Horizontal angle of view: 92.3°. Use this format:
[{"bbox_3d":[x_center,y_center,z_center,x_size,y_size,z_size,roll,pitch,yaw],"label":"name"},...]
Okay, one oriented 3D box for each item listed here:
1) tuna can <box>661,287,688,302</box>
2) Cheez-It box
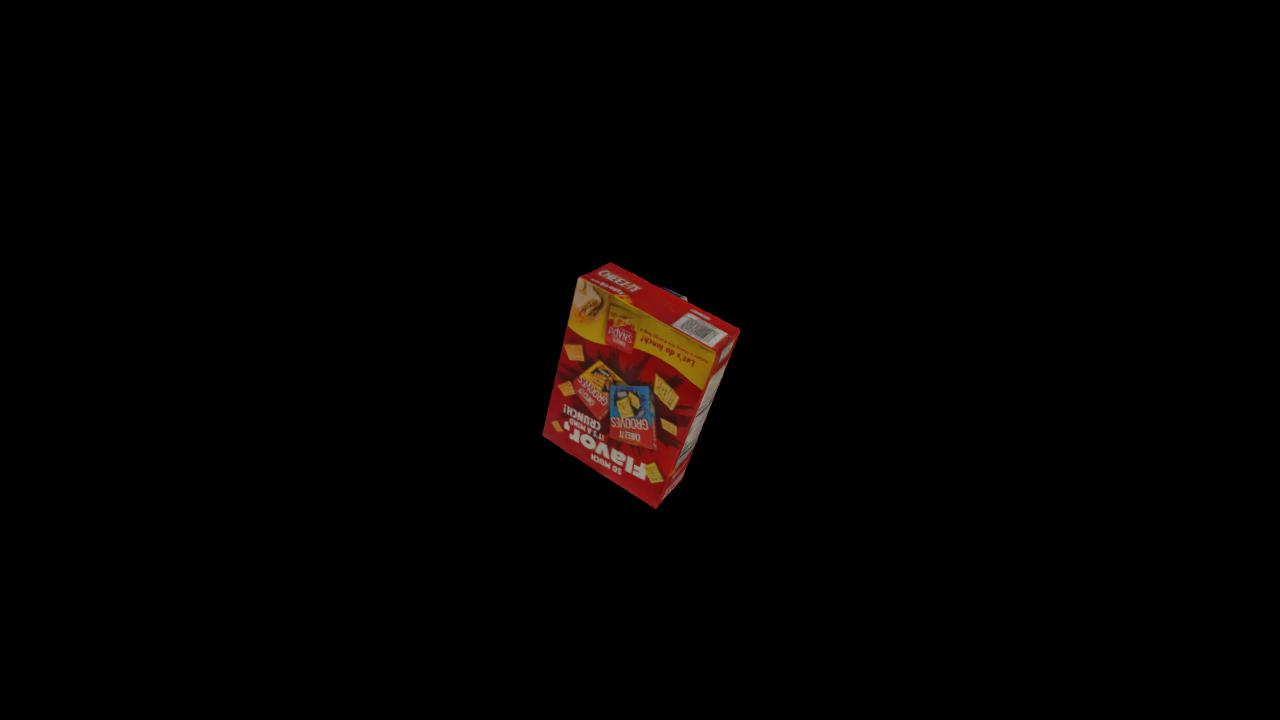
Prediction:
[{"bbox_3d":[0.025,-0.047,0.757,0.034,0.084,0.084,27,6,12],"label":"tuna can"},{"bbox_3d":[-0.007,0.031,0.665,0.166,0.223,0.071,29,35,19],"label":"Cheez-It box"}]
